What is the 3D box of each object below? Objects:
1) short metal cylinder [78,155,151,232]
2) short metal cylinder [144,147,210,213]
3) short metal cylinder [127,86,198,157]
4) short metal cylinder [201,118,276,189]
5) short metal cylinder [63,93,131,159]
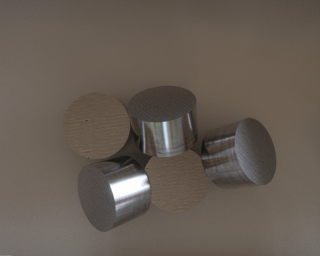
[{"bbox_3d":[-0.057,0.077,0.375,0.050,0.080,0.080,-11,90,-43],"label":"short metal cylinder"},{"bbox_3d":[0.020,0.062,0.398,0.081,0.050,0.079,0,90,-1],"label":"short metal cylinder"},{"bbox_3d":[0.005,-0.010,0.375,0.081,0.080,0.050,-8,126,-1],"label":"short metal cylinder"},{"bbox_3d":[0.097,0.032,0.378,0.081,0.050,0.080,14,67,-37],"label":"short metal cylinder"},{"bbox_3d":[-0.076,-0.003,0.395,0.081,0.050,0.079,0,90,-1],"label":"short metal cylinder"}]
